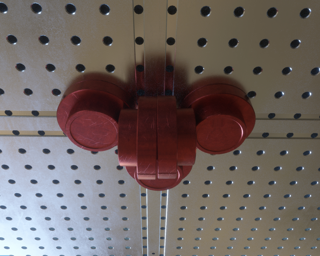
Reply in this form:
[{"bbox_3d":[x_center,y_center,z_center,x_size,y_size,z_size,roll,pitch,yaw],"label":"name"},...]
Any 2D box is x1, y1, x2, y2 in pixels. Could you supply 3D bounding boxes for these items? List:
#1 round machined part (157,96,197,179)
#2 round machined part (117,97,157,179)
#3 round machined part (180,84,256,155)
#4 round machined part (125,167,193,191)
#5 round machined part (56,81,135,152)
[{"bbox_3d":[0.019,0.010,0.366,0.042,0.098,0.097,-1,130,0],"label":"round machined part"},{"bbox_3d":[-0.025,0.011,0.365,0.042,0.098,0.097,1,130,-1],"label":"round machined part"},{"bbox_3d":[0.073,-0.004,0.397,0.099,0.042,0.097,-1,130,0],"label":"round machined part"},{"bbox_3d":[-0.002,0.053,0.446,0.099,0.042,0.097,-1,130,0],"label":"round machined part"},{"bbox_3d":[-0.081,-0.008,0.392,0.099,0.042,0.097,-1,130,0],"label":"round machined part"}]
